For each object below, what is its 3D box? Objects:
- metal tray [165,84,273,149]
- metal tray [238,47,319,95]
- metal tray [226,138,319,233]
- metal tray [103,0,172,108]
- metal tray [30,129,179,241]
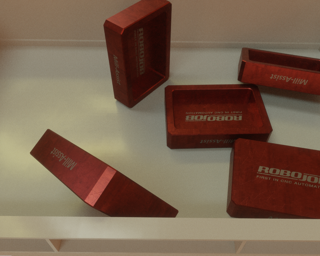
[{"bbox_3d":[0.073,-0.018,0.417,0.131,0.030,0.090,-1,50,-2],"label":"metal tray"},{"bbox_3d":[0.183,-0.085,0.454,0.131,0.030,0.090,11,28,9],"label":"metal tray"},{"bbox_3d":[0.146,0.064,0.350,0.131,0.030,0.090,9,50,7],"label":"metal tray"},{"bbox_3d":[-0.026,-0.100,0.421,0.030,0.129,0.090,34,58,24],"label":"metal tray"},{"bbox_3d":[-0.055,0.049,0.287,0.130,0.090,0.030,19,72,49],"label":"metal tray"}]
